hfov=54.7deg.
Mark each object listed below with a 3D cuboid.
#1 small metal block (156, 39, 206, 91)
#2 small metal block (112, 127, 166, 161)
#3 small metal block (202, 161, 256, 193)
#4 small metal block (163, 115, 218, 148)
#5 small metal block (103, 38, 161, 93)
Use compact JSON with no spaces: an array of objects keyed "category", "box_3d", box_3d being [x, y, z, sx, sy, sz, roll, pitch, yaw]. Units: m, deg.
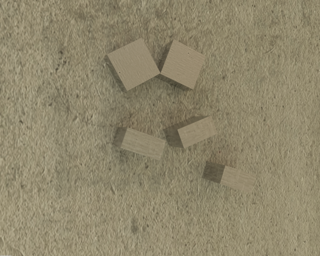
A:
[{"category":"small metal block","box_3d":[0.027,-0.083,0.419,0.050,0.025,0.050,23,82,-19]},{"category":"small metal block","box_3d":[-0.027,0.019,0.386,0.050,0.050,0.025,20,84,-19]},{"category":"small metal block","box_3d":[0.095,0.068,0.431,0.050,0.050,0.025,20,84,-19]},{"category":"small metal block","box_3d":[0.039,0.004,0.410,0.050,0.050,0.025,-22,98,-19]},{"category":"small metal block","box_3d":[-0.036,-0.079,0.396,0.050,0.025,0.050,-31,100,-17]}]
